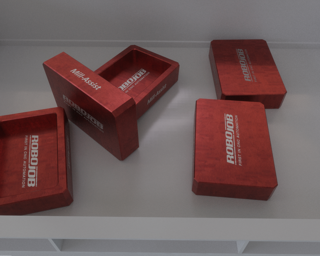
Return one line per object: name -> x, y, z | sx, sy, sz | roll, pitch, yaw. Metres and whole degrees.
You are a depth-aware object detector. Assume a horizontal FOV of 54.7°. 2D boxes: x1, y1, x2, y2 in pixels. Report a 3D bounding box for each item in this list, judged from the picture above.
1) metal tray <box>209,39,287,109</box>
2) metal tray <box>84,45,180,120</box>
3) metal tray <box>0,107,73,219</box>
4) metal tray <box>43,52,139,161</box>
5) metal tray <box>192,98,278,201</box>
metal tray -> 0.129, -0.086, 0.475 | 0.091, 0.030, 0.130 | -1, 50, -1
metal tray -> -0.042, -0.067, 0.450 | 0.090, 0.030, 0.131 | 27, 50, 20
metal tray -> -0.155, 0.036, 0.369 | 0.091, 0.030, 0.130 | -10, 51, -8
metal tray -> -0.084, -0.027, 0.384 | 0.130, 0.089, 0.030 | 35, 58, 25
metal tray -> 0.088, 0.021, 0.384 | 0.091, 0.030, 0.130 | 4, 50, 3
